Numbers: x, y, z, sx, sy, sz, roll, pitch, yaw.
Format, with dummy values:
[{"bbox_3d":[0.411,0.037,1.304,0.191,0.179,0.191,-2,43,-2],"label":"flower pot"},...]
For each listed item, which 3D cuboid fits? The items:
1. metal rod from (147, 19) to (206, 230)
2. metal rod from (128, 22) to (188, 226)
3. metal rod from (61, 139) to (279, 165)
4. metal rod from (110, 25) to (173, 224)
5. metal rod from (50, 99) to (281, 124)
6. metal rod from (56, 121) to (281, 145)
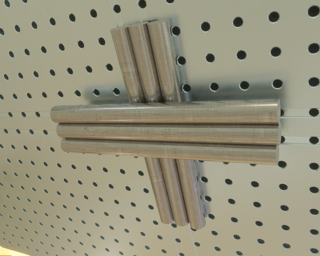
[{"bbox_3d":[0.028,0.014,0.406,0.025,0.025,0.298,2,119,27],"label":"metal rod"},{"bbox_3d":[0.005,0.013,0.417,0.025,0.025,0.298,2,119,27],"label":"metal rod"},{"bbox_3d":[-0.008,0.026,0.399,0.300,0.025,0.025,1,119,28],"label":"metal rod"},{"bbox_3d":[-0.016,0.013,0.429,0.025,0.025,0.298,2,119,27],"label":"metal rod"},{"bbox_3d":[-0.015,-0.018,0.376,0.300,0.025,0.025,1,119,28],"label":"metal rod"},{"bbox_3d":[-0.010,0.004,0.387,0.300,0.025,0.025,1,119,28],"label":"metal rod"}]
